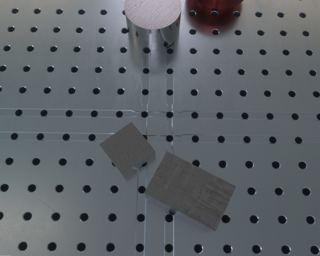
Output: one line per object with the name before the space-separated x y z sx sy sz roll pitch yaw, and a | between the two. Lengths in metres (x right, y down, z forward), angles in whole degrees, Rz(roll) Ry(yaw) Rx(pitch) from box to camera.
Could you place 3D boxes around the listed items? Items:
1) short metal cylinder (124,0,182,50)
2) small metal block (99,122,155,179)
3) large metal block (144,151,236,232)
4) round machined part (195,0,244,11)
short metal cylinder | -0.010 -0.163 0.458 0.081 0.050 0.080 0 70 0
small metal block | -0.041 0.029 0.401 0.050 0.025 0.050 -36 74 -12
large metal block | 0.031 0.076 0.355 0.080 0.080 0.050 27 72 9
round machined part | 0.091 -0.225 0.486 0.099 0.042 0.098 0 70 0
